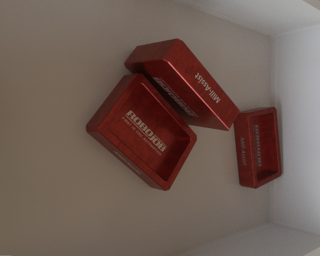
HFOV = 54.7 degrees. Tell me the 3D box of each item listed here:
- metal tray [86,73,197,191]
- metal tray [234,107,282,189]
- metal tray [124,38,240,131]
[{"bbox_3d":[-0.016,0.007,0.389,0.130,0.030,0.090,46,62,-30],"label":"metal tray"},{"bbox_3d":[0.175,0.032,0.549,0.091,0.030,0.129,-12,98,-39],"label":"metal tray"},{"bbox_3d":[0.028,-0.049,0.385,0.130,0.090,0.030,42,72,-32],"label":"metal tray"}]
